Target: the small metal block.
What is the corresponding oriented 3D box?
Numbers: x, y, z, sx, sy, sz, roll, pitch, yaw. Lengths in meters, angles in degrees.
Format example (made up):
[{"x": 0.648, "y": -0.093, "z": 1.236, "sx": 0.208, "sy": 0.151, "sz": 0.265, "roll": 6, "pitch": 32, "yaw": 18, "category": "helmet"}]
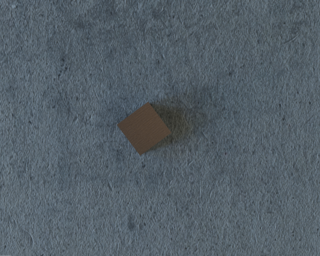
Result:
[{"x": -0.020, "y": 0.001, "z": 0.411, "sx": 0.050, "sy": 0.025, "sz": 0.050, "roll": -37, "pitch": 90, "yaw": 0, "category": "small metal block"}]
